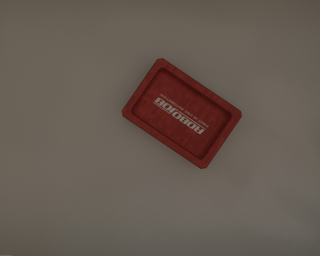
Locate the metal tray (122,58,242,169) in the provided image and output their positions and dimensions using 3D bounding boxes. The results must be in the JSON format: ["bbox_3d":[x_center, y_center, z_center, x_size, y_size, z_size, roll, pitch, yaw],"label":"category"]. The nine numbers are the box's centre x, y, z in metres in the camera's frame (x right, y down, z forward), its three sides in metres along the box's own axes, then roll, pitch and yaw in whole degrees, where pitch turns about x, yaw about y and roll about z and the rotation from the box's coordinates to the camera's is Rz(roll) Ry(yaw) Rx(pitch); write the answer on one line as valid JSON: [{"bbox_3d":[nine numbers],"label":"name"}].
[{"bbox_3d":[0.028,-0.018,0.408,0.130,0.030,0.090,34,90,0],"label":"metal tray"}]
